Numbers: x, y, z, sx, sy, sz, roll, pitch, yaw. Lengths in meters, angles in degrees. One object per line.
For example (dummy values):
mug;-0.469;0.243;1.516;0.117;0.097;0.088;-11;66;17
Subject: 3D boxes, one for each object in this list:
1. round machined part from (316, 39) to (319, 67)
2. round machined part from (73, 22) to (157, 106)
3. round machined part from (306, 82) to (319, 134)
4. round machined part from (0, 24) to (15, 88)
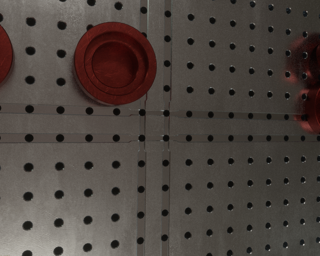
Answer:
round machined part;0.300;-0.122;0.509;0.099;0.042;0.098;5;75;-19
round machined part;-0.057;-0.076;0.383;0.099;0.042;0.097;0;90;-21
round machined part;0.296;-0.034;0.515;0.099;0.042;0.097;0;90;-20
round machined part;-0.209;-0.081;0.326;0.099;0.042;0.097;0;90;-21
